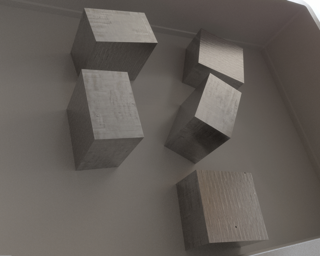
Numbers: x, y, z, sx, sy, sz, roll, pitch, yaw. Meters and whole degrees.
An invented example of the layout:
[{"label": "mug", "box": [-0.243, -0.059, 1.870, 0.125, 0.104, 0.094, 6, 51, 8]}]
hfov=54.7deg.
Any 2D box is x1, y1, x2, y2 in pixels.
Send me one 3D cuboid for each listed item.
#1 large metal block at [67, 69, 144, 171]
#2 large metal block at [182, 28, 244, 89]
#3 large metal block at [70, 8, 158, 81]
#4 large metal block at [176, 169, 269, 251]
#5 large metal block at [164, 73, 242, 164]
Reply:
[{"label": "large metal block", "box": [-0.064, -0.007, 0.341, 0.050, 0.080, 0.080, -2, 63, -29]}, {"label": "large metal block", "box": [0.086, -0.102, 0.501, 0.080, 0.050, 0.080, 20, 54, -17]}, {"label": "large metal block", "box": [-0.062, -0.104, 0.401, 0.081, 0.080, 0.050, -9, 66, -32]}, {"label": "large metal block", "box": [0.071, 0.098, 0.370, 0.081, 0.050, 0.080, 7, 59, -25]}, {"label": "large metal block", "box": [0.056, -0.011, 0.409, 0.050, 0.080, 0.080, 31, 52, -9]}]
